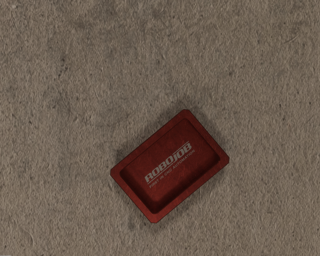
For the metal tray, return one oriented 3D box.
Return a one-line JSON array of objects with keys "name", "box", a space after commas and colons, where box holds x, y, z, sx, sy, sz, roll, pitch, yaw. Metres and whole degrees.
[{"name": "metal tray", "box": [0.013, 0.049, 0.407, 0.130, 0.030, 0.090, -40, 91, -1]}]
